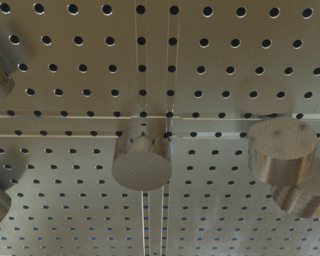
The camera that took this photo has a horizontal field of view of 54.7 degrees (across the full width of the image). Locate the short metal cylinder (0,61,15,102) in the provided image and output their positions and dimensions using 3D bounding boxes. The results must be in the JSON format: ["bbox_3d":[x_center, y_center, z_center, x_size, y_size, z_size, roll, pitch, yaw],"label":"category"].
[{"bbox_3d":[-0.207,-0.051,0.330,0.080,0.080,0.050,-13,129,11],"label":"short metal cylinder"}]

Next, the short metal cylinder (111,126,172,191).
[{"bbox_3d":[-0.024,0.043,0.432,0.081,0.050,0.079,0,130,0],"label":"short metal cylinder"}]

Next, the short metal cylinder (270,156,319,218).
[{"bbox_3d":[0.207,0.081,0.447,0.081,0.080,0.050,2,130,-2],"label":"short metal cylinder"}]

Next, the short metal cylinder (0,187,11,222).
[{"bbox_3d":[-0.280,0.119,0.474,0.080,0.080,0.050,-15,129,12],"label":"short metal cylinder"}]

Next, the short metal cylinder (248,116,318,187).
[{"bbox_3d":[0.156,0.029,0.402,0.080,0.080,0.050,-7,130,6],"label":"short metal cylinder"}]
